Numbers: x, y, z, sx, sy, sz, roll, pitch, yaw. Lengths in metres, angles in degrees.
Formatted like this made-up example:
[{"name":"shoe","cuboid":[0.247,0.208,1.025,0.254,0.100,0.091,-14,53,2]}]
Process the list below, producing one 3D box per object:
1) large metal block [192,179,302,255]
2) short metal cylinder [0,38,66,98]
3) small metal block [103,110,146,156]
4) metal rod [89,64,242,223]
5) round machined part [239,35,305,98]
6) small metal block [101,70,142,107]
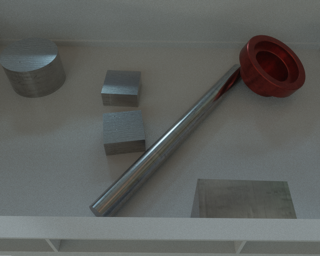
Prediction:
[{"name":"large metal block","cuboid":[0.073,0.091,0.294,0.081,0.080,0.050,2,50,1]},{"name":"short metal cylinder","cuboid":[-0.188,-0.091,0.463,0.081,0.050,0.080,0,50,0]},{"name":"small metal block","cuboid":[-0.046,0.006,0.400,0.050,0.025,0.050,-6,50,-6]},{"name":"metal rod","cuboid":[0.028,0.002,0.403,0.025,0.025,0.301,32,56,23]},{"name":"round machined part","cuboid":[0.158,-0.084,0.453,0.099,0.042,0.098,11,58,-18]},{"name":"small metal block","cuboid":[-0.055,-0.058,0.453,0.050,0.025,0.050,3,50,2]}]
